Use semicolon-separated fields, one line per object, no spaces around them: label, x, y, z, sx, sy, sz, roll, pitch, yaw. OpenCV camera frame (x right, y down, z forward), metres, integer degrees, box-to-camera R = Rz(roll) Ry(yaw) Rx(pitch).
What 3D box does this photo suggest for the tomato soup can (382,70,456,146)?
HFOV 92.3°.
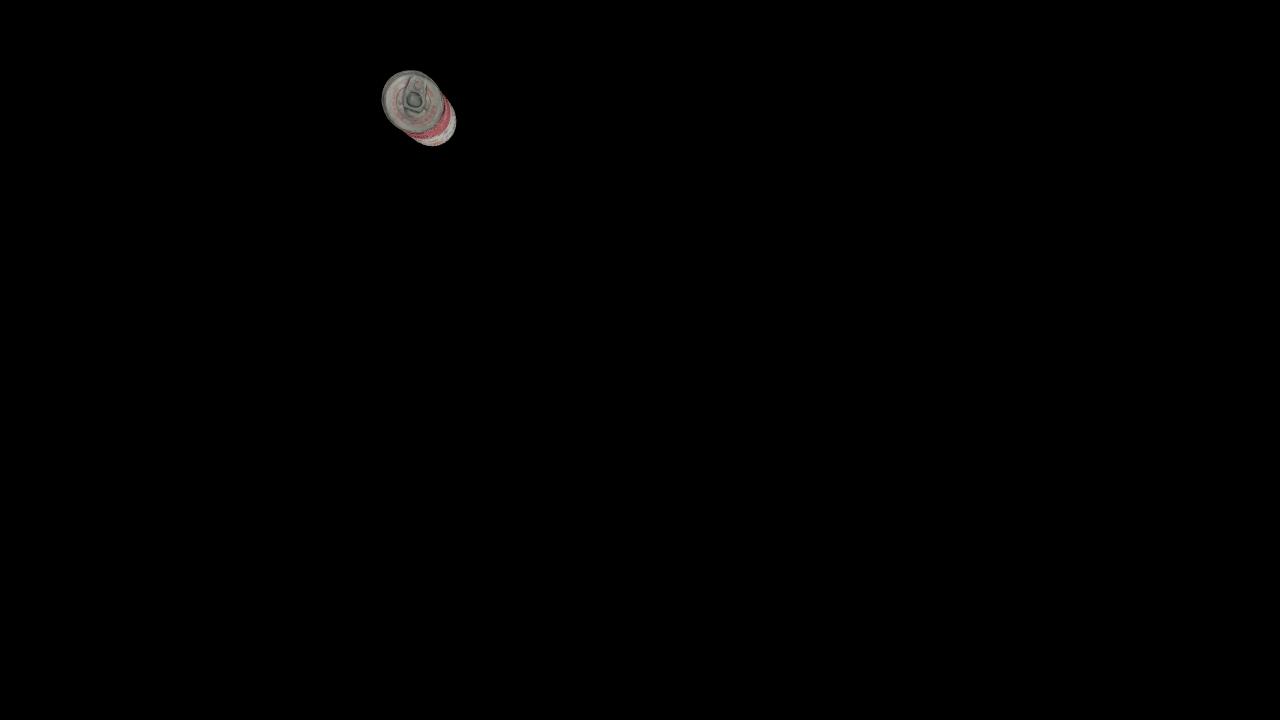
tomato soup can;-0.260;-0.297;0.736;0.068;0.068;0.101;0;10;-8
